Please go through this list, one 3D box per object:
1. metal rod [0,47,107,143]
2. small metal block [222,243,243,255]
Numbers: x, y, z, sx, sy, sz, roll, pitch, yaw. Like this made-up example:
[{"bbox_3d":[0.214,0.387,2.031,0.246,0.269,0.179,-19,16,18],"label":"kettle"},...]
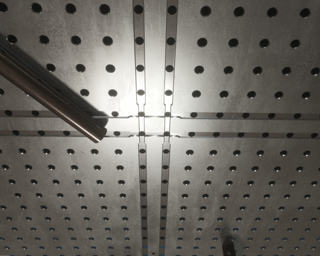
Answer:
[{"bbox_3d":[-0.178,-0.075,0.344,0.025,0.025,0.300,-34,123,25],"label":"metal rod"},{"bbox_3d":[0.151,0.270,0.628,0.025,0.050,0.050,-25,126,19],"label":"small metal block"}]
